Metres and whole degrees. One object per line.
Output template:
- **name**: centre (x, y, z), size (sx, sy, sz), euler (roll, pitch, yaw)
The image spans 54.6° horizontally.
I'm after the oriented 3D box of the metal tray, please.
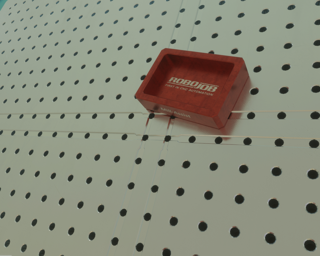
- **metal tray**: centre (0.041, -0.058, 0.420), size (0.130, 0.030, 0.090), euler (17, 71, 35)
